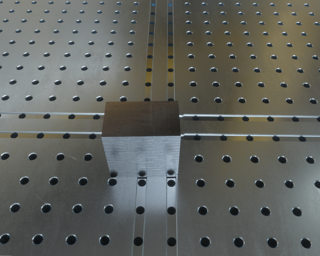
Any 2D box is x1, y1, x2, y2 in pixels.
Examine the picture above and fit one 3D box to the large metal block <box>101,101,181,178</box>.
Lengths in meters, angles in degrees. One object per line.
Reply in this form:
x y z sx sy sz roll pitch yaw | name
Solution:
-0.019 0.015 0.360 0.080 0.080 0.050 -1 50 -1 | large metal block
